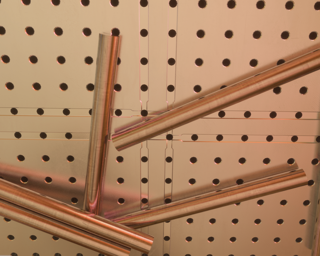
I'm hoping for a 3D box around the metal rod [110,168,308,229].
[{"bbox_3d":[0.060,0.110,0.454,0.301,0.025,0.025,-16,109,5],"label":"metal rod"}]

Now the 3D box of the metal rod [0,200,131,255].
[{"bbox_3d":[-0.185,0.126,0.440,0.301,0.025,0.025,21,109,-1],"label":"metal rod"}]

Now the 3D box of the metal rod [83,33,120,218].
[{"bbox_3d":[-0.084,0.026,0.422,0.025,0.025,0.298,9,110,-3],"label":"metal rod"}]

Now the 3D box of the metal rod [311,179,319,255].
[{"bbox_3d":[0.241,0.063,0.438,0.025,0.025,0.298,-4,110,1],"label":"metal rod"}]

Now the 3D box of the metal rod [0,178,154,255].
[{"bbox_3d":[-0.154,0.110,0.432,0.301,0.025,0.025,21,109,0],"label":"metal rod"}]

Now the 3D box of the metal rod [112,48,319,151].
[{"bbox_3d":[0.078,-0.036,0.400,0.301,0.025,0.025,-22,109,8],"label":"metal rod"}]
